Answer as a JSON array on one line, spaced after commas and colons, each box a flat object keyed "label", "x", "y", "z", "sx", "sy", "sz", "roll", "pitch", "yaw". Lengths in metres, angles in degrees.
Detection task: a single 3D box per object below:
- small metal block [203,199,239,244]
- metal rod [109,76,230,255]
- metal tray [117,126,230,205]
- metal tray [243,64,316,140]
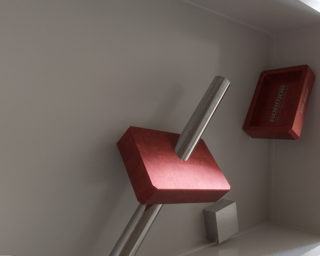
[{"label": "small metal block", "x": 0.097, "y": 0.147, "z": 0.491, "sx": 0.050, "sy": 0.025, "sz": 0.050, "roll": -13, "pitch": 98, "yaw": -40}, {"label": "metal rod", "x": 0.014, "y": 0.052, "z": 0.383, "sx": 0.025, "sy": 0.025, "sz": 0.300, "roll": 46, "pitch": 63, "yaw": -31}, {"label": "metal tray", "x": 0.019, "y": 0.048, "z": 0.387, "sx": 0.131, "sy": 0.030, "sz": 0.090, "roll": 10, "pitch": 41, "yaw": -40}, {"label": "metal tray", "x": 0.207, "y": -0.045, "z": 0.541, "sx": 0.030, "sy": 0.090, "sz": 0.130, "roll": 36, "pitch": 68, "yaw": -35}]
